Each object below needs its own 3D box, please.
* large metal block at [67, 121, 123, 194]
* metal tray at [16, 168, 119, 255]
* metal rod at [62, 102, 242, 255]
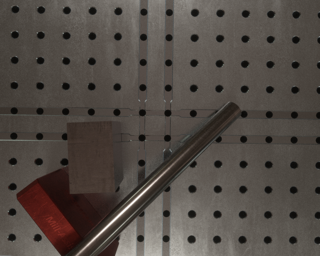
[{"bbox_3d":[-0.077,0.033,0.385,0.050,0.080,0.079,-2,90,0],"label":"large metal block"},{"bbox_3d":[-0.106,0.115,0.379,0.030,0.090,0.130,-38,90,0],"label":"metal tray"},{"bbox_3d":[-0.006,0.066,0.359,0.301,0.025,0.025,-41,90,-22],"label":"metal rod"}]
